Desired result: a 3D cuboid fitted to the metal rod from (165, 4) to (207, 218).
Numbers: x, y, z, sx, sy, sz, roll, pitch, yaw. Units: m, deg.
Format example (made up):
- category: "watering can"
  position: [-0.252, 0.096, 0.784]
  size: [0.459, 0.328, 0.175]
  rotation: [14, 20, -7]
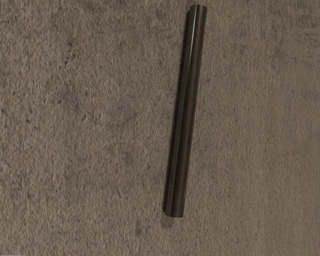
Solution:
- category: "metal rod"
  position: [0.038, -0.028, 0.438]
  size: [0.025, 0.025, 0.298]
  rotation: [12, 82, -40]
